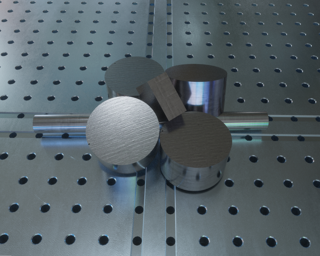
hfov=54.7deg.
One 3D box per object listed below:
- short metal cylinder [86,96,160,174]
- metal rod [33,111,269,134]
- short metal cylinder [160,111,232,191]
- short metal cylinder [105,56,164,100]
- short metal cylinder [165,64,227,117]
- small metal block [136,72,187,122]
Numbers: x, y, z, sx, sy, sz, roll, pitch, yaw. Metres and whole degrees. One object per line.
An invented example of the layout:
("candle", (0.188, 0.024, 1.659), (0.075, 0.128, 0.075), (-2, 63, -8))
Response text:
("short metal cylinder", (-0.041, 0.010, 0.362), (0.081, 0.050, 0.080), (0, 70, -1))
("metal rod", (-0.011, -0.008, 0.409), (0.302, 0.025, 0.025), (-1, 50, -1))
("short metal cylinder", (0.040, 0.026, 0.364), (0.081, 0.050, 0.080), (0, 50, 0))
("short metal cylinder", (-0.033, -0.055, 0.432), (0.081, 0.050, 0.080), (0, 50, 0))
("short metal cylinder", (0.047, -0.050, 0.412), (0.081, 0.050, 0.080), (0, 27, 0))
("small metal block", (0.000, -0.035, 0.370), (0.025, 0.050, 0.050), (-32, 99, -17))
